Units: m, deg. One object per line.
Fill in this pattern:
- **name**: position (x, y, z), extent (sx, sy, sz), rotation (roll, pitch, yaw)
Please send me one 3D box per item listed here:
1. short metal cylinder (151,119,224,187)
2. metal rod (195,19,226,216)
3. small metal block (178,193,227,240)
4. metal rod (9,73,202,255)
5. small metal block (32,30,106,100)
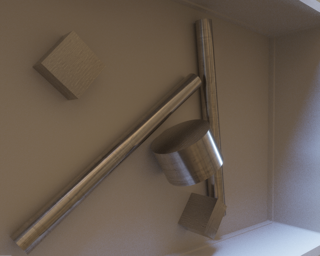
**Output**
- **short metal cylinder**: position (0.036, 0.031, 0.403), extent (0.080, 0.080, 0.050), rotation (-40, 115, -33)
- **metal rod**: position (0.078, -0.012, 0.474), extent (0.025, 0.025, 0.298), rotation (-9, 96, -40)
- **small metal block**: position (0.061, 0.125, 0.444), extent (0.025, 0.050, 0.050), rotation (43, 64, -32)
- **metal rod**: position (-0.042, 0.022, 0.372), extent (0.301, 0.025, 0.025), rotation (-44, 117, -31)
- **small metal block**: position (-0.095, -0.065, 0.328), extent (0.050, 0.025, 0.050), rotation (48, 62, -30)
